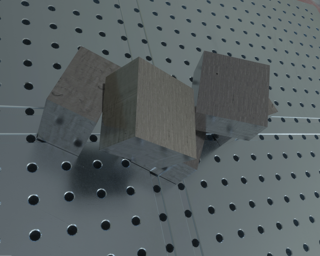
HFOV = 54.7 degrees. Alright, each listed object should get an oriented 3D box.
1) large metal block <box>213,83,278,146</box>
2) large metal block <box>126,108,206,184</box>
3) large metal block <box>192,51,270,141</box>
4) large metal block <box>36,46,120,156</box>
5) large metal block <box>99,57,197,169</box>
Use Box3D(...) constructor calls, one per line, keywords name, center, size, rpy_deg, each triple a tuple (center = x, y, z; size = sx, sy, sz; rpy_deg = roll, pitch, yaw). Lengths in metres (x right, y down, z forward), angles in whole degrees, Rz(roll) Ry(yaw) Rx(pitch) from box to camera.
Box3D(name="large metal block", center=(0.107, -0.031, 0.452), size=(0.050, 0.080, 0.080), rpy_deg=(-18, 71, -35))
Box3D(name="large metal block", center=(0.008, 0.012, 0.390), size=(0.080, 0.050, 0.080), rpy_deg=(28, 52, -11))
Box3D(name="large metal block", center=(0.081, -0.037, 0.371), size=(0.081, 0.050, 0.080), rpy_deg=(12, 68, -4))
Box3D(name="large metal block", center=(-0.089, -0.028, 0.342), size=(0.050, 0.080, 0.080), rpy_deg=(27, 52, -12))
Box3D(name="large metal block", center=(-0.010, -0.011, 0.311), size=(0.080, 0.050, 0.080), rpy_deg=(23, 57, -41))
